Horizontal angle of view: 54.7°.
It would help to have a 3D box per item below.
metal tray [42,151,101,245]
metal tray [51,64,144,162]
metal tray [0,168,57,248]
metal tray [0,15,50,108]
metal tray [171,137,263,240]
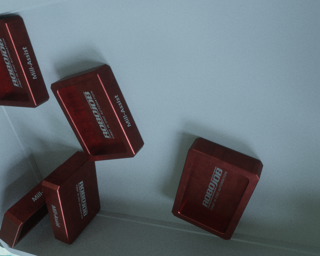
[{"bbox_3d":[-0.141,0.115,0.512,0.030,0.090,0.129,14,124,20],"label":"metal tray"},{"bbox_3d":[-0.088,-0.017,0.441,0.090,0.030,0.129,-9,114,32],"label":"metal tray"},{"bbox_3d":[-0.209,0.131,0.532,0.030,0.131,0.089,37,129,4],"label":"metal tray"},{"bbox_3d":[-0.228,-0.096,0.466,0.090,0.030,0.129,5,121,25],"label":"metal tray"},{"bbox_3d":[0.073,0.085,0.419,0.090,0.030,0.129,22,127,15],"label":"metal tray"}]
